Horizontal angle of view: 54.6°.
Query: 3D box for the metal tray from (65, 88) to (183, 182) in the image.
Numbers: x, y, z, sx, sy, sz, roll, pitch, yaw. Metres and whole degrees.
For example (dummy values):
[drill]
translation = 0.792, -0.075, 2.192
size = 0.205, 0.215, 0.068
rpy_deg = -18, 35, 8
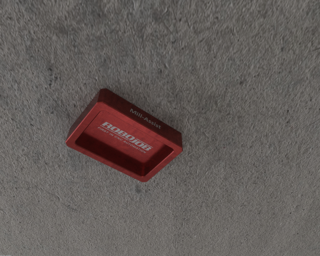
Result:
[metal tray]
translation = -0.046, 0.015, 0.415
size = 0.131, 0.030, 0.090
rpy_deg = 30, 124, -24
